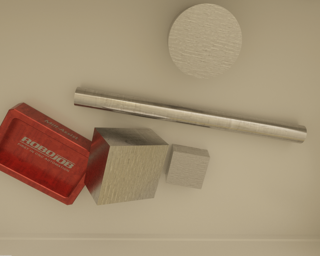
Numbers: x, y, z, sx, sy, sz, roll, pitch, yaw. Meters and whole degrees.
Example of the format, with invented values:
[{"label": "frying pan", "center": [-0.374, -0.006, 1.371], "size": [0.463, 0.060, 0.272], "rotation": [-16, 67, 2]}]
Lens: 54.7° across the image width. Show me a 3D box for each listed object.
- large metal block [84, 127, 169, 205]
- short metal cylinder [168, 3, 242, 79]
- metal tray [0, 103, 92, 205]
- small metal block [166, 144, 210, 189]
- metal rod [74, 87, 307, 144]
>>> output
[{"label": "large metal block", "center": [-0.044, 0.046, 0.397], "size": [0.081, 0.050, 0.079], "rotation": [1, 114, -34]}, {"label": "short metal cylinder", "center": [0.049, -0.102, 0.361], "size": [0.081, 0.050, 0.079], "rotation": [0, 110, -1]}, {"label": "metal tray", "center": [-0.154, 0.037, 0.420], "size": [0.130, 0.030, 0.090], "rotation": [32, 107, -12]}, {"label": "small metal block", "center": [0.038, 0.054, 0.432], "size": [0.050, 0.025, 0.050], "rotation": [11, 110, -5]}, {"label": "metal rod", "center": [0.042, -0.016, 0.406], "size": [0.302, 0.025, 0.025], "rotation": [9, 110, -4]}]
